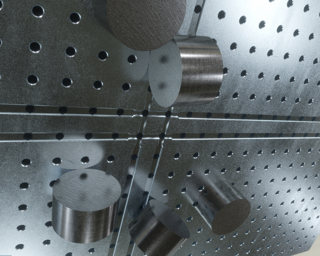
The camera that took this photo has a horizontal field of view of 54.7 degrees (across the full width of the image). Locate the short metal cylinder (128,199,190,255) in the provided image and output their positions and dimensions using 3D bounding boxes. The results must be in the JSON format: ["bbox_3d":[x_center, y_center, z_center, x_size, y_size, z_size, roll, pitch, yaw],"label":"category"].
[{"bbox_3d":[-0.001,0.156,0.474,0.080,0.080,0.050,34,99,-39],"label":"short metal cylinder"}]

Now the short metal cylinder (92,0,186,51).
[{"bbox_3d":[-0.021,-0.123,0.308,0.081,0.050,0.079,-14,125,-21],"label":"short metal cylinder"}]

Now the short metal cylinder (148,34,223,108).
[{"bbox_3d":[0.026,-0.064,0.352,0.050,0.080,0.079,-5,121,-26],"label":"short metal cylinder"}]

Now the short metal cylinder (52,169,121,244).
[{"bbox_3d":[-0.092,0.094,0.385,0.081,0.080,0.050,-3,120,-27],"label":"short metal cylinder"}]

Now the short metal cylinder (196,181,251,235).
[{"bbox_3d":[0.111,0.140,0.545,0.081,0.050,0.079,-14,125,-21],"label":"short metal cylinder"}]
